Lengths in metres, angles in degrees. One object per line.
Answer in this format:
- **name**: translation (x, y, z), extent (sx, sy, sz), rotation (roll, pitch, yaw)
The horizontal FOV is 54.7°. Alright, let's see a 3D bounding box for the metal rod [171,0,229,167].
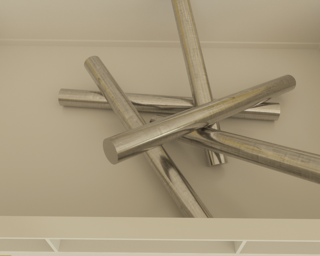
- **metal rod**: translation (0.043, -0.098, 0.407), extent (0.025, 0.025, 0.299), rotation (-9, 76, -8)

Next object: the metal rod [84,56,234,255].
- **metal rod**: translation (-0.017, 0.015, 0.371), extent (0.025, 0.025, 0.300), rotation (-26, 61, -20)

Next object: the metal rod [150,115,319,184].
- **metal rod**: translation (0.098, 0.024, 0.308), extent (0.300, 0.025, 0.025), rotation (16, 47, 44)

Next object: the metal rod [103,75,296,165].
- **metal rod**: translation (0.071, -0.022, 0.365), extent (0.302, 0.025, 0.025), rotation (-21, 52, -35)

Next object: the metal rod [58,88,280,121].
- **metal rod**: translation (0.011, -0.033, 0.432), extent (0.302, 0.025, 0.025), rotation (4, 50, 3)
